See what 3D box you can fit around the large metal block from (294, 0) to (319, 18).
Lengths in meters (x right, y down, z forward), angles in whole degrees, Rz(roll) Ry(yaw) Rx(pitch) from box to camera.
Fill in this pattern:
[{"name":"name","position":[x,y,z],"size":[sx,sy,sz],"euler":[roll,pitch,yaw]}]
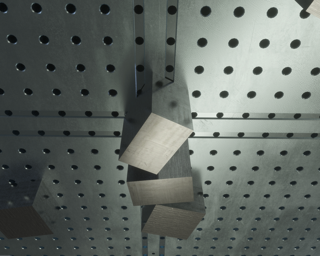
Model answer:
[{"name":"large metal block","position":[0.183,-0.135,0.283],"size":[0.081,0.050,0.079],"euler":[19,127,-16]}]

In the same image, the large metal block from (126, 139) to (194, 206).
[{"name":"large metal block","position":[0.002,0.055,0.423],"size":[0.080,0.080,0.050],"euler":[-5,130,4]}]

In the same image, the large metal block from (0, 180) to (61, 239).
[{"name":"large metal block","position":[-0.221,0.134,0.506],"size":[0.080,0.050,0.080],"euler":[-8,130,6]}]

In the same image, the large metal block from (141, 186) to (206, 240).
[{"name":"large metal block","position":[0.020,0.136,0.511],"size":[0.081,0.050,0.079],"euler":[14,129,-12]}]

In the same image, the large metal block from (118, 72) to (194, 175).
[{"name":"large metal block","position":[-0.006,-0.006,0.371],"size":[0.050,0.080,0.080],"euler":[23,126,-19]}]
